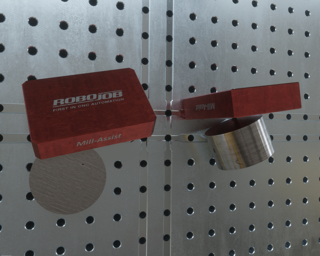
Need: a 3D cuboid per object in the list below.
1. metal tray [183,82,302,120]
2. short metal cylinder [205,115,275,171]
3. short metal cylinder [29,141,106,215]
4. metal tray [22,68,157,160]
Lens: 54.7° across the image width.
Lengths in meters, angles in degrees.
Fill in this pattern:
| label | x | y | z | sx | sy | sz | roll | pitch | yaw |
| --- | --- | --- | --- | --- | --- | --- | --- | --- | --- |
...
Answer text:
| label | x | y | z | sx | sy | sz | roll | pitch | yaw |
| --- | --- | --- | --- | --- | --- | --- | --- | --- | --- |
| metal tray | 0.097 | -0.032 | 0.392 | 0.091 | 0.130 | 0.030 | -8 | 93 | -20 |
| short metal cylinder | 0.108 | 0.018 | 0.423 | 0.081 | 0.080 | 0.050 | -24 | 98 | -18 |
| short metal cylinder | -0.107 | 0.054 | 0.360 | 0.081 | 0.050 | 0.079 | 0 | 90 | -20 |
| metal tray | -0.080 | -0.021 | 0.353 | 0.131 | 0.030 | 0.090 | -12 | 54 | -20 |
